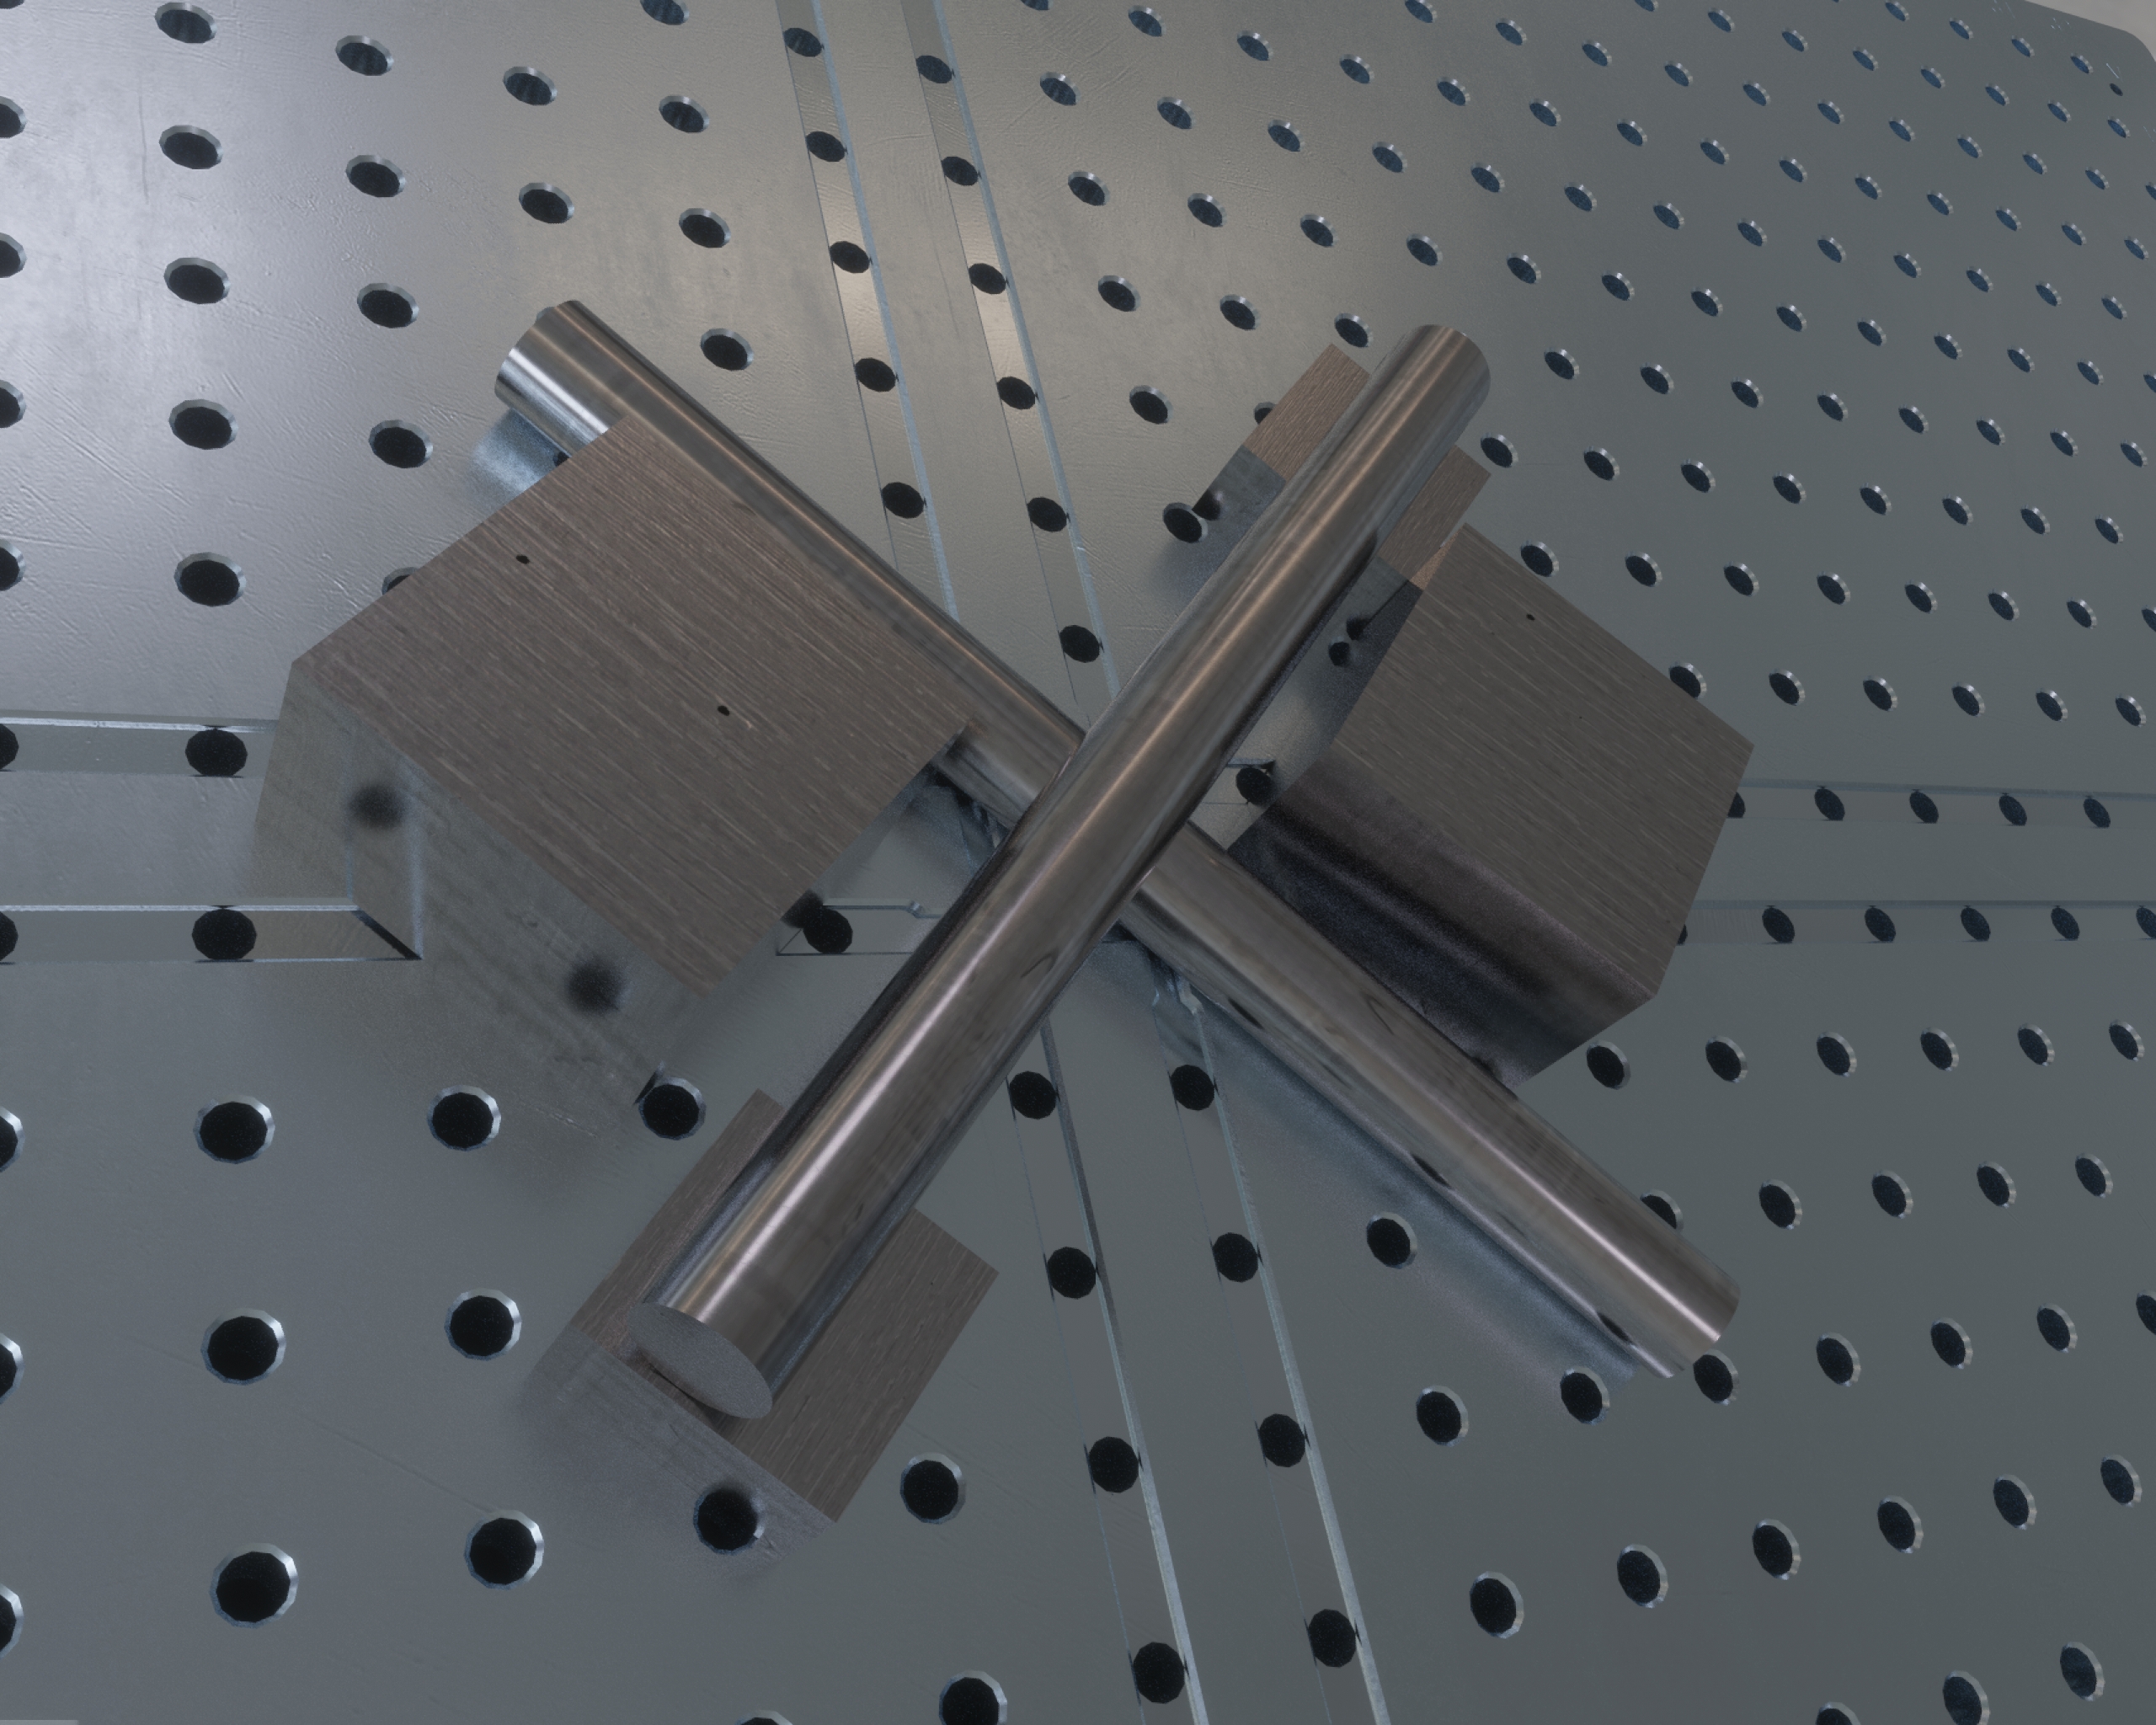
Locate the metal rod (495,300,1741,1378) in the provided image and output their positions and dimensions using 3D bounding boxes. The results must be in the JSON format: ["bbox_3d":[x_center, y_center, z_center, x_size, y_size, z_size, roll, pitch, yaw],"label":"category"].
[{"bbox_3d":[0.009,-0.004,0.414,0.300,0.025,0.025,40,51,-1],"label":"metal rod"}]

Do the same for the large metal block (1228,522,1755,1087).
[{"bbox_3d":[0.088,-0.012,0.447,0.080,0.050,0.080,37,51,-4],"label":"large metal block"}]

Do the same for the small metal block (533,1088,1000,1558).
[{"bbox_3d":[-0.049,0.074,0.336,0.050,0.025,0.050,38,51,-3],"label":"small metal block"}]

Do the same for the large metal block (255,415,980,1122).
[{"bbox_3d":[-0.078,-0.017,0.360,0.080,0.050,0.080,40,51,-1],"label":"large metal block"}]

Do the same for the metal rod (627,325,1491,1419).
[{"bbox_3d":[0.015,-0.022,0.397,0.025,0.025,0.301,39,51,-2],"label":"metal rod"}]

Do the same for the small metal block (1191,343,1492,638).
[{"bbox_3d":[0.063,-0.088,0.496,0.050,0.025,0.050,39,51,-2],"label":"small metal block"}]
